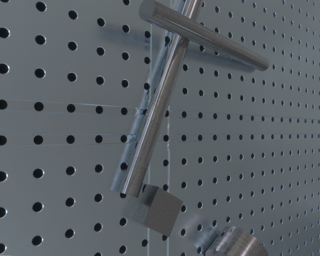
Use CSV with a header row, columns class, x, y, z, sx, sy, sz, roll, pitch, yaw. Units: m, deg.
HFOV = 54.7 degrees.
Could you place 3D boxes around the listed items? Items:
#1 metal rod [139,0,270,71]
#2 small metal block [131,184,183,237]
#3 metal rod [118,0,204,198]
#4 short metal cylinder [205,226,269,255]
class,x,y,z,sx,sy,sz,roll,pitch,yaw
metal rod,0.087,-0.125,0.457,0.302,0.025,0.025,5,87,-47
small metal block,-0.003,0.109,0.408,0.050,0.025,0.050,38,67,-34
metal rod,0.007,-0.056,0.415,0.025,0.025,0.299,30,72,-36
short metal cylinder,0.117,0.198,0.473,0.050,0.080,0.080,-39,114,-33
